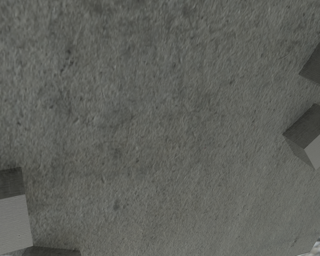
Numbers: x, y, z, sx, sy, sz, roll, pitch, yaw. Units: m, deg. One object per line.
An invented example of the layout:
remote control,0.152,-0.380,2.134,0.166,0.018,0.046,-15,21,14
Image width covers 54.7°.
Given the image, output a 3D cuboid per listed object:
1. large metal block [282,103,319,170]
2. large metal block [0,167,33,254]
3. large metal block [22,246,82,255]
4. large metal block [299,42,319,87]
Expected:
large metal block,0.280,0.017,0.557,0.080,0.050,0.080,-45,130,2
large metal block,-0.192,0.097,0.346,0.081,0.050,0.079,-8,122,-25
large metal block,-0.163,0.219,0.438,0.080,0.050,0.080,25,105,-37
large metal block,0.276,-0.094,0.467,0.050,0.080,0.080,17,110,-35
